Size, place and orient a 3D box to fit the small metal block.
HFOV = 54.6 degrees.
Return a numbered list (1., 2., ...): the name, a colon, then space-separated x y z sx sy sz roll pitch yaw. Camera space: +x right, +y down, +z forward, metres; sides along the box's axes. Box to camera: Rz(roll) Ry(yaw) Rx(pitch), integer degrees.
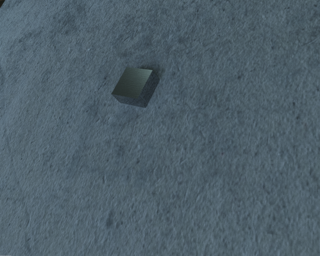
1. small metal block: -0.036 -0.061 0.461 0.050 0.025 0.050 14 69 33
